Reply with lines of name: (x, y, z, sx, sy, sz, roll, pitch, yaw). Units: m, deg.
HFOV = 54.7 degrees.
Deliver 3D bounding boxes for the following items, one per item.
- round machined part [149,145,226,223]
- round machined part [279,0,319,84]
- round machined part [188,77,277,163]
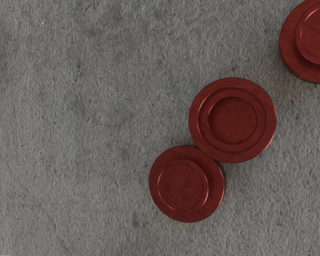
round machined part: (0.031, 0.071, 0.389, 0.098, 0.042, 0.097, 0, 90, 20)
round machined part: (0.182, -0.098, 0.336, 0.098, 0.042, 0.097, 0, 90, 20)
round machined part: (0.087, -0.009, 0.369, 0.098, 0.042, 0.097, 0, 90, 20)
